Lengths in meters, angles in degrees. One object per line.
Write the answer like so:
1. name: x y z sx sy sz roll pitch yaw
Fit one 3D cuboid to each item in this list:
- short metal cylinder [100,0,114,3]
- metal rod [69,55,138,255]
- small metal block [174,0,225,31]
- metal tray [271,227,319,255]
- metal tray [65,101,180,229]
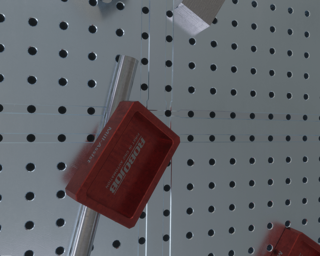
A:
1. short metal cylinder: -0.062 -0.196 0.360 0.050 0.080 0.080 -42 104 -15
2. metal rod: -0.074 0.056 0.385 0.025 0.025 0.299 15 85 -20
3. small metal block: 0.057 -0.174 0.433 0.050 0.025 0.050 33 79 -17
4. metal tray: 0.210 0.236 0.488 0.090 0.030 0.130 37 78 -17
5. metal tray: -0.039 0.043 0.374 0.090 0.030 0.130 41 70 -33
